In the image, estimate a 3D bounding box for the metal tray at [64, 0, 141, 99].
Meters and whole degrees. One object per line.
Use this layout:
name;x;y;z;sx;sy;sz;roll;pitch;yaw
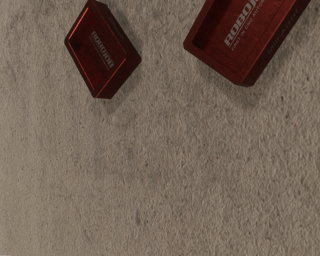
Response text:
metal tray;-0.092;-0.120;0.475;0.090;0.030;0.130;-46;63;30

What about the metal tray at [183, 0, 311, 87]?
metal tray;0.091;-0.120;0.325;0.090;0.030;0.129;44;116;31
